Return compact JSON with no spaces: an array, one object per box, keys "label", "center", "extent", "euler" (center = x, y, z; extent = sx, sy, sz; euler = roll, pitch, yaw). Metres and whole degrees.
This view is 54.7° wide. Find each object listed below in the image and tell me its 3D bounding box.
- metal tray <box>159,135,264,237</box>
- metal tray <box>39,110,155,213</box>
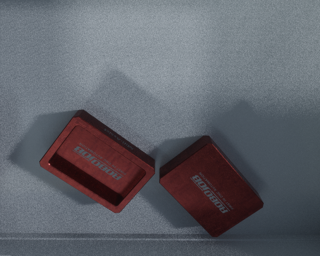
[{"label":"metal tray","center":[0.072,0.085,0.441],"extent":[0.090,0.030,0.130],"euler":[-39,106,12]},{"label":"metal tray","center":[-0.083,0.048,0.425],"extent":[0.130,0.030,0.090],"euler":[37,106,-13]}]
